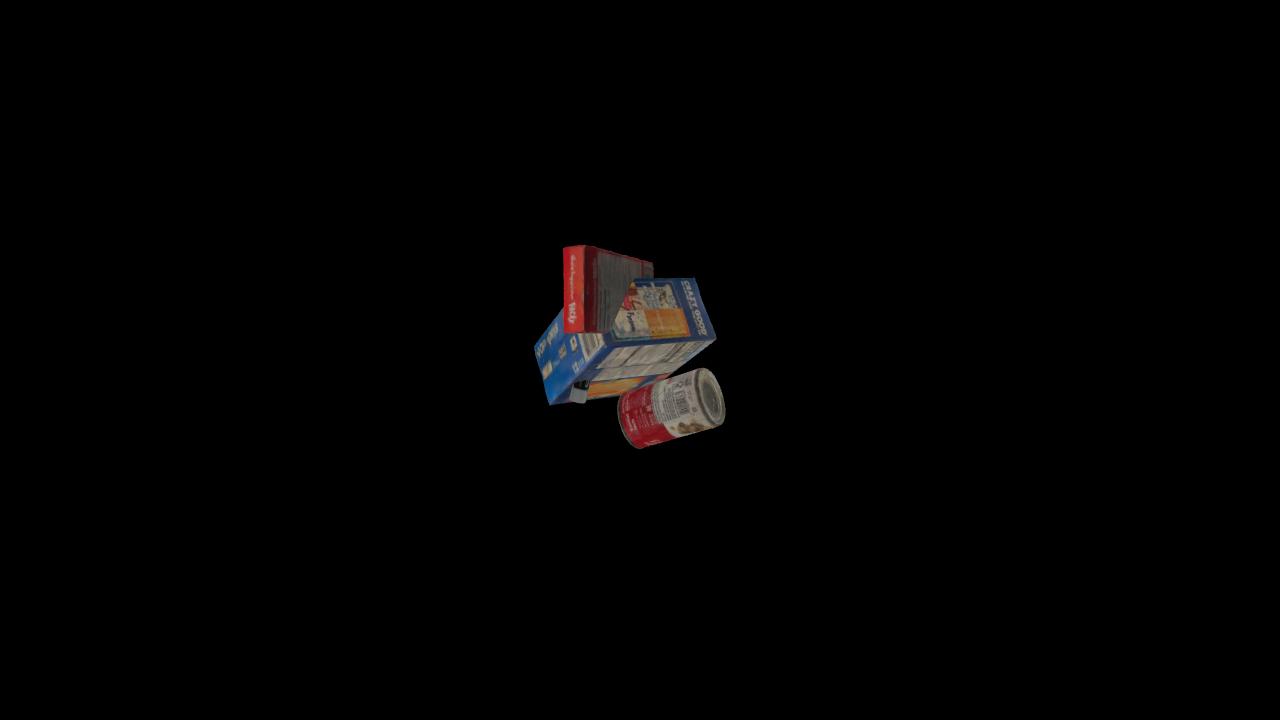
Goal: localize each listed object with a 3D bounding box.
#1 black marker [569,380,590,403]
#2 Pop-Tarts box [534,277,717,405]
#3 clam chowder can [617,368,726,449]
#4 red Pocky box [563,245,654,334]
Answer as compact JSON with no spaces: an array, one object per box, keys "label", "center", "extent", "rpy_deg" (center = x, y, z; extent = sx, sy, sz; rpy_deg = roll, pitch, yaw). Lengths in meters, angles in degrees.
[{"label":"black marker","center":[-0.055,-0.013,0.670],"extent":[0.020,0.121,0.020],"rpy_deg":[13,7,-2]},{"label":"Pop-Tarts box","center":[-0.023,-0.020,0.705],"extent":[0.141,0.083,0.167],"rpy_deg":[-5,-21,-31]},{"label":"clam chowder can","center":[0.035,0.053,0.681],"extent":[0.102,0.068,0.068],"rpy_deg":[-20,-9,27]},{"label":"red Pocky box","center":[-0.029,-0.067,0.632],"extent":[0.028,0.083,0.155],"rpy_deg":[3,3,25]}]
